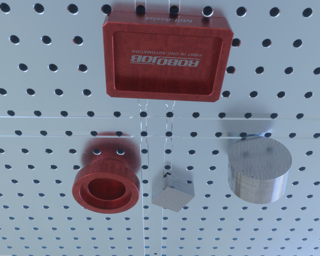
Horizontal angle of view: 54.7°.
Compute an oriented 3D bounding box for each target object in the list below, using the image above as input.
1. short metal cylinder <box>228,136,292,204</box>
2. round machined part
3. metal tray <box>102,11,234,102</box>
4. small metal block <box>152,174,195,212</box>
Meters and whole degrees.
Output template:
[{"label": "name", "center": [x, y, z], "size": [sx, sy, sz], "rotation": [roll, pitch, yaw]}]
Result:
[{"label": "short metal cylinder", "center": [0.134, 0.056, 0.424], "size": [0.080, 0.080, 0.050], "rotation": [-6, 130, 4]}, {"label": "round machined part", "center": [-0.080, 0.085, 0.472], "size": [0.099, 0.042, 0.097], "rotation": [0, 130, 0]}, {"label": "metal tray", "center": [0.006, -0.076, 0.343], "size": [0.131, 0.030, 0.089], "rotation": [3, 130, -3]}, {"label": "small metal block", "center": [0.021, 0.107, 0.503], "size": [0.050, 0.025, 0.050], "rotation": [24, 126, -19]}]
